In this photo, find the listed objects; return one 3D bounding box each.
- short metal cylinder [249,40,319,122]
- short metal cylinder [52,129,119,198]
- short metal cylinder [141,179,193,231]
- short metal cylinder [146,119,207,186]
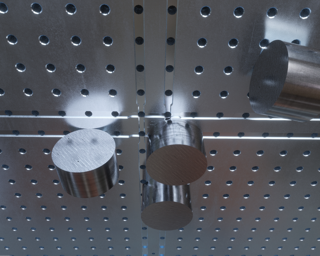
[{"bbox_3d":[0.139,-0.050,0.335,0.050,0.080,0.079,10,129,-9],"label":"short metal cylinder"},{"bbox_3d":[-0.097,0.046,0.413,0.081,0.080,0.050,-1,130,0],"label":"short metal cylinder"},{"bbox_3d":[0.011,0.121,0.499,0.081,0.050,0.079,0,130,0],"label":"short metal cylinder"},{"bbox_3d":[0.022,0.034,0.425,0.081,0.050,0.079,0,130,0],"label":"short metal cylinder"}]
